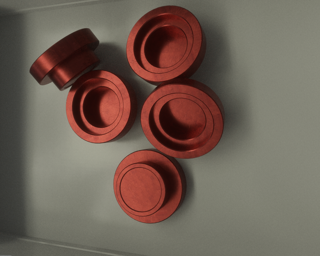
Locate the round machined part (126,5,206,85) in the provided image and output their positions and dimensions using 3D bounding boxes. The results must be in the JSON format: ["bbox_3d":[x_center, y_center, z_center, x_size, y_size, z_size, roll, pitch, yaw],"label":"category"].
[{"bbox_3d":[0.011,-0.099,0.392,0.098,0.042,0.097,-4,80,21],"label":"round machined part"}]

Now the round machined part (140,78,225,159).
[{"bbox_3d":[0.029,-0.014,0.377,0.098,0.042,0.097,7,119,13],"label":"round machined part"}]

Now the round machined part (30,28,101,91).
[{"bbox_3d":[-0.120,-0.086,0.417,0.098,0.098,0.042,-35,100,16],"label":"round machined part"}]

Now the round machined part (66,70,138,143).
[{"bbox_3d":[-0.076,-0.028,0.427,0.098,0.042,0.097,0,90,19],"label":"round machined part"}]

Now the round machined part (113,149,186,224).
[{"bbox_3d":[-0.018,0.077,0.407,0.098,0.042,0.097,0,90,19],"label":"round machined part"}]
